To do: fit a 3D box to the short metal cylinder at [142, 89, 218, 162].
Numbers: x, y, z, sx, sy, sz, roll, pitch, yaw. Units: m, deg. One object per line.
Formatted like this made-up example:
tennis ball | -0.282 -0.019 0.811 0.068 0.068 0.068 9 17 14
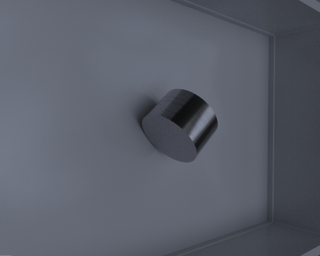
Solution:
short metal cylinder | 0.025 -0.002 0.390 0.050 0.080 0.080 -49 120 -29
